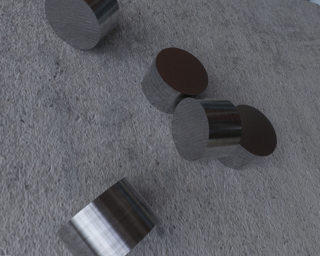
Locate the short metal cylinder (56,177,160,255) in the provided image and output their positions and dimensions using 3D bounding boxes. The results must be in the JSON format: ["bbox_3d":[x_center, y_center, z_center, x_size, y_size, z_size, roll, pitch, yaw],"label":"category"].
[{"bbox_3d":[-0.047,0.090,0.288,0.050,0.080,0.081,50,51,6],"label":"short metal cylinder"}]

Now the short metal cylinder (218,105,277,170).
[{"bbox_3d":[0.117,0.014,0.442,0.081,0.050,0.080,14,56,-21],"label":"short metal cylinder"}]

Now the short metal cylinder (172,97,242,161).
[{"bbox_3d":[0.058,0.001,0.399,0.050,0.080,0.080,-3,63,-30],"label":"short metal cylinder"}]

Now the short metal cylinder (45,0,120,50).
[{"bbox_3d":[-0.101,-0.151,0.406,0.080,0.080,0.050,35,51,-5],"label":"short metal cylinder"}]

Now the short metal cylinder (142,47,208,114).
[{"bbox_3d":[0.021,-0.066,0.439,0.081,0.050,0.080,14,56,-21],"label":"short metal cylinder"}]
